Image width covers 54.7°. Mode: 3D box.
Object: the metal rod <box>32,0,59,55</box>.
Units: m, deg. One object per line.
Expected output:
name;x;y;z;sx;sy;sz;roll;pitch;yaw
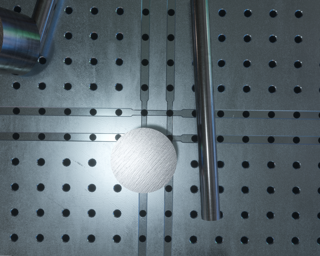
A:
metal rod;-0.126;-0.245;0.412;0.025;0.025;0.298;17;90;0

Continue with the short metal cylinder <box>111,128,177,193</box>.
short metal cylinder;-0.020;0.039;0.401;0.081;0.050;0.080;0;90;0

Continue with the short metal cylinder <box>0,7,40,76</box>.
short metal cylinder;-0.197;-0.107;0.383;0.080;0.050;0.079;2;93;28

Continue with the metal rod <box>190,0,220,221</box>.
metal rod;0.060;-0.029;0.413;0.025;0.025;0.298;-3;90;0
